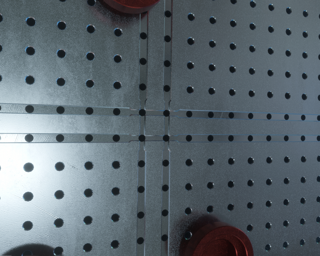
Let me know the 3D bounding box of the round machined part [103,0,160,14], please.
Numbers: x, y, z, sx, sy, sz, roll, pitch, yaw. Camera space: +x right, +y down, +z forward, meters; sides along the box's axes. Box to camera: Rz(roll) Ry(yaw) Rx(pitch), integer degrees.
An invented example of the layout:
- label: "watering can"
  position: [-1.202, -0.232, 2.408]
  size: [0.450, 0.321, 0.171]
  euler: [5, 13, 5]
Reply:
- label: "round machined part"
  position: [-0.039, -0.192, 0.389]
  size: [0.099, 0.042, 0.097]
  euler: [0, 90, -21]

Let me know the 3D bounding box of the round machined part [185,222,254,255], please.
- label: "round machined part"
  position: [0.078, 0.180, 0.434]
  size: [0.099, 0.042, 0.097]
  euler: [0, 90, -21]
